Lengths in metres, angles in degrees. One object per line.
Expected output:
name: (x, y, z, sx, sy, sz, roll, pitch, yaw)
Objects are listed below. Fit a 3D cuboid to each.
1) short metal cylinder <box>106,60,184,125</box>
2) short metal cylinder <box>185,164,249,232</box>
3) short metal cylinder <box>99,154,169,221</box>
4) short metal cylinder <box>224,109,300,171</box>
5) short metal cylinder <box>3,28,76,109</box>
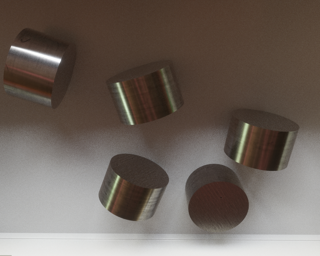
short metal cylinder: (-0.017, -0.043, 0.366, 0.080, 0.080, 0.050, -16, 110, 5)
short metal cylinder: (0.078, 0.097, 0.435, 0.081, 0.050, 0.079, 0, 110, -1)
short metal cylinder: (-0.035, 0.076, 0.410, 0.080, 0.080, 0.050, 19, 109, -8)
short metal cylinder: (0.125, 0.012, 0.388, 0.081, 0.080, 0.050, 7, 110, -3)
short metal cylinder: (-0.135, -0.067, 0.355, 0.050, 0.080, 0.079, 18, 109, -7)
